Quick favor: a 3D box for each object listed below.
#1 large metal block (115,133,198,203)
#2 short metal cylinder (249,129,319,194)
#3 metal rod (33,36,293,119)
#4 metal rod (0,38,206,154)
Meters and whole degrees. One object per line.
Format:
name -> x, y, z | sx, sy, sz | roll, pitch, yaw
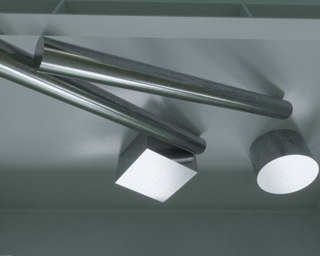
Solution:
large metal block -> -0.006, 0.051, 0.436 | 0.080, 0.050, 0.080 | 28, 125, -22
short metal cylinder -> 0.172, 0.048, 0.436 | 0.081, 0.050, 0.079 | 0, 130, 0
metal rod -> 0.036, -0.037, 0.305 | 0.302, 0.025, 0.025 | 7, 134, -36
metal rod -> -0.035, -0.014, 0.319 | 0.025, 0.025, 0.301 | -33, 147, 25
